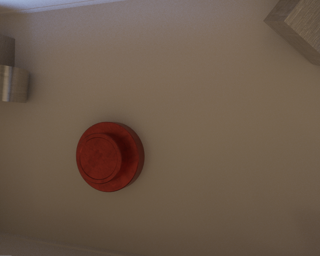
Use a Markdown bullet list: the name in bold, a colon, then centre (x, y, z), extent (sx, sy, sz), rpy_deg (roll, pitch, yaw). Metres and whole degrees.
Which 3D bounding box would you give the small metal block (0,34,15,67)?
- **small metal block**: centre (-0.257, -0.121, 0.486), extent (0.025, 0.050, 0.050), rpy_deg (2, 91, 19)

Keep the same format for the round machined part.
- **round machined part**: centre (-0.075, 0.040, 0.427), extent (0.098, 0.042, 0.097), rpy_deg (0, 90, 19)

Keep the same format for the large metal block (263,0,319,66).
- **large metal block**: centre (0.172, -0.119, 0.319), extent (0.080, 0.050, 0.080), rpy_deg (34, 103, -15)

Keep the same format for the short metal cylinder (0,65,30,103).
- **short metal cylinder**: centre (-0.242, -0.067, 0.464), extent (0.080, 0.080, 0.050), rpy_deg (8, 93, 19)
